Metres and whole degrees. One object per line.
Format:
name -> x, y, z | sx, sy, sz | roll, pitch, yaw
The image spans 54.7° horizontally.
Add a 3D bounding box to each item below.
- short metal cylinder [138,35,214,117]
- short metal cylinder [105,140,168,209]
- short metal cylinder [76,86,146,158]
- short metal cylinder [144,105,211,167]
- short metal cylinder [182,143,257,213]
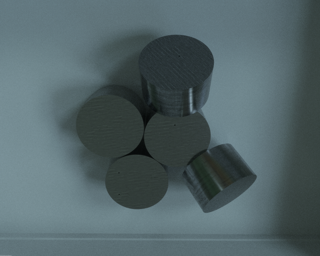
short metal cylinder -> 0.018, -0.059, 0.351 | 0.081, 0.080, 0.050 | -3, 149, 0
short metal cylinder -> -0.030, 0.061, 0.418 | 0.081, 0.050, 0.079 | 0, 110, -1
short metal cylinder -> -0.059, -0.009, 0.391 | 0.081, 0.050, 0.079 | 0, 110, -1
short metal cylinder -> 0.021, 0.003, 0.397 | 0.081, 0.050, 0.079 | 0, 110, -1
short metal cylinder -> 0.076, 0.065, 0.399 | 0.081, 0.050, 0.080 | -25, 149, -16
